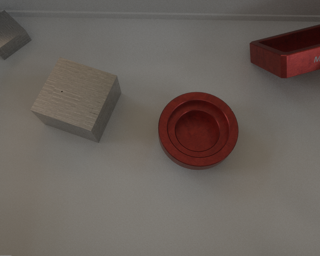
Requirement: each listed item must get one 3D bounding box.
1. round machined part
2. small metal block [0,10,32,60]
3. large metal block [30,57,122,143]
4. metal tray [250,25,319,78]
[{"bbox_3d":[0.047,0.006,0.399,0.099,0.042,0.098,0,70,-1],"label":"round machined part"},{"bbox_3d":[-0.230,-0.137,0.457,0.050,0.025,0.050,43,75,13],"label":"small metal block"},{"bbox_3d":[-0.106,-0.036,0.408,0.080,0.050,0.080,19,71,6],"label":"large metal block"},{"bbox_3d":[0.202,-0.109,0.420,0.131,0.030,0.090,-15,28,-6],"label":"metal tray"}]
